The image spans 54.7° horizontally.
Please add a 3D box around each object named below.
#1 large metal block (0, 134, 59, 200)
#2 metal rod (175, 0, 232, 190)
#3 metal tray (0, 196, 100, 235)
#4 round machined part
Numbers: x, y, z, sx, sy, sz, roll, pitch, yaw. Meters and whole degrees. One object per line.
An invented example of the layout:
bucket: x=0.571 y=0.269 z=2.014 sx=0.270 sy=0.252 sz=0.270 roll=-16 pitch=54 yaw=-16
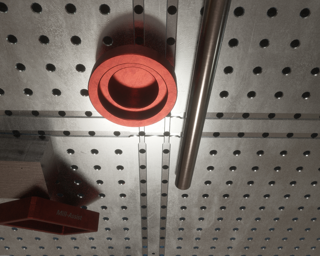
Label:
large metal block: x=-0.197 y=0.056 z=0.440 sx=0.081 sy=0.050 sz=0.079 roll=3 pitch=130 yaw=-3
metal rod: x=0.047 y=-0.026 z=0.390 sx=0.025 sy=0.025 sz=0.298 roll=3 pitch=130 yaw=-3
metal tray: x=-0.173 y=0.143 z=0.489 sx=0.090 sy=0.030 sz=0.130 roll=-17 pitch=147 yaw=31
round machined part: x=-0.030 y=-0.051 z=0.357 sx=0.099 sy=0.042 sz=0.097 roll=-1 pitch=130 yaw=0
